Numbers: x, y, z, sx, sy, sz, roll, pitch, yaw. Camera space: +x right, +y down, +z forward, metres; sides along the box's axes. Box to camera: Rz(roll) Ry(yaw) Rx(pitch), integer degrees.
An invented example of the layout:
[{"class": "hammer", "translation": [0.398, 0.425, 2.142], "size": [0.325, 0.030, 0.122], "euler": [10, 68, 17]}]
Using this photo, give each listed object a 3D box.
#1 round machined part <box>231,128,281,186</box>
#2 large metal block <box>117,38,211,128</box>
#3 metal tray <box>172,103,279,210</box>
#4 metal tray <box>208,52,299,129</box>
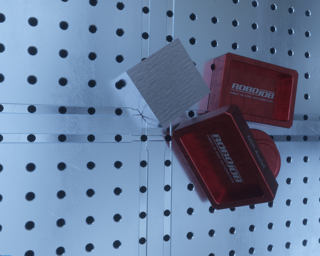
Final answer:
[{"class": "round machined part", "translation": [0.136, 0.049, 0.453], "size": [0.099, 0.042, 0.097], "euler": [0, 90, -20]}, {"class": "large metal block", "translation": [0.004, -0.056, 0.401], "size": [0.080, 0.050, 0.080], "euler": [-37, 102, -16]}, {"class": "metal tray", "translation": [0.085, 0.042, 0.408], "size": [0.130, 0.090, 0.030], "euler": [60, 38, -11]}, {"class": "metal tray", "translation": [0.140, -0.052, 0.461], "size": [0.131, 0.030, 0.089], "euler": [9, 87, -20]}]
